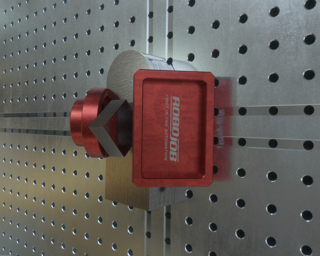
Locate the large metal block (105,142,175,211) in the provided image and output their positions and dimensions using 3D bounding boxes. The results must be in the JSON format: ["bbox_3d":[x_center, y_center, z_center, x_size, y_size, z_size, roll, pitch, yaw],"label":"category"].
[{"bbox_3d":[-0.027,0.058,0.415,0.080,0.050,0.079,3,92,40],"label":"large metal block"}]

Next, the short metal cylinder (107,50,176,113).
[{"bbox_3d":[-0.025,-0.059,0.413,0.080,0.050,0.080,0,90,40],"label":"short metal cylinder"}]

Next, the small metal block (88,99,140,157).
[{"bbox_3d":[-0.052,0.000,0.381,0.025,0.050,0.050,0,132,37],"label":"small metal block"}]

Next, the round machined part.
[{"bbox_3d":[-0.093,-0.007,0.433,0.042,0.098,0.097,1,91,7],"label":"round machined part"}]

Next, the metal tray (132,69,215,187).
[{"bbox_3d":[0.014,0.001,0.357,0.030,0.091,0.129,-174,85,-83],"label":"metal tray"}]
